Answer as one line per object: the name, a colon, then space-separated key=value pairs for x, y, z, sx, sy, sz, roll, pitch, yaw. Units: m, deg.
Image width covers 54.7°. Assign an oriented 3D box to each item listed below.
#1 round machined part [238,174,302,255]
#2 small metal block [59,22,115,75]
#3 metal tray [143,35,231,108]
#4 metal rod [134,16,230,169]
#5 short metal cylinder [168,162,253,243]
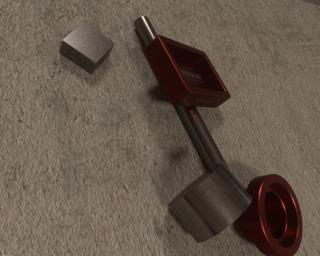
round machined part: x=0.134 y=0.109 z=0.389 sx=0.099 sy=0.042 sz=0.098 roll=17 pitch=63 yaw=-38
small metal block: x=-0.098 y=-0.108 z=0.418 sx=0.050 sy=0.025 sz=0.050 roll=34 pitch=51 yaw=-6
metal tray: x=0.043 y=-0.076 z=0.441 sx=0.131 sy=0.030 sz=0.090 roll=-2 pitch=61 yaw=-54
metal rod: x=0.033 y=-0.040 z=0.447 sx=0.025 sy=0.025 sz=0.299 roll=-14 pitch=69 yaw=-34
short metal cylinder: x=0.056 y=0.082 z=0.350 sx=0.081 sy=0.080 sz=0.050 roll=-33 pitch=81 yaw=-38
